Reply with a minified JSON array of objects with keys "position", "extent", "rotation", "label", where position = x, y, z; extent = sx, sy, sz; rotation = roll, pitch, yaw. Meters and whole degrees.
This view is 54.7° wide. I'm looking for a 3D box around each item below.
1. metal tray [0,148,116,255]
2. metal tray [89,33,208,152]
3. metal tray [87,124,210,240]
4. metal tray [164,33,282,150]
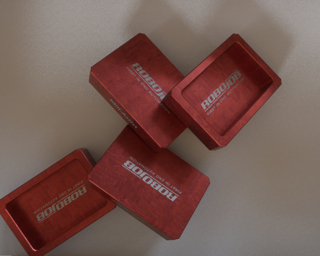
[{"position":[-0.132,0.097,0.407],"extent":[0.130,0.030,0.090],"rotation":[-34,90,-1],"label":"metal tray"},{"position":[-0.013,-0.045,0.392],"extent":[0.130,0.030,0.090],"rotation":[47,67,0],"label":"metal tray"},{"position":[-0.013,0.067,0.391],"extent":[0.130,0.030,0.090],"rotation":[35,64,-1],"label":"metal tray"},{"position":[0.081,-0.047,0.387],"extent":[0.090,0.030,0.130],"rotation":[47,69,-1],"label":"metal tray"}]
